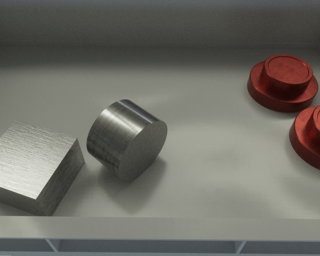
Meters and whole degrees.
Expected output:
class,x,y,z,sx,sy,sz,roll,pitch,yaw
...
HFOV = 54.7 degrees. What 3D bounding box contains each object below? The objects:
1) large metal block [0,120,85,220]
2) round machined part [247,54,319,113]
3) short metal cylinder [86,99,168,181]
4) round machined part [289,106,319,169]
class,x,y,z,sx,sy,sz,roll,pitch,yaw
large metal block,-0.144,0.045,0.349,0.080,0.050,0.080,15,52,12
round machined part,0.183,-0.072,0.457,0.099,0.042,0.098,0,50,0
short metal cylinder,-0.036,0.014,0.357,0.050,0.080,0.080,34,58,24
round machined part,0.221,0.006,0.392,0.099,0.042,0.098,0,50,0
